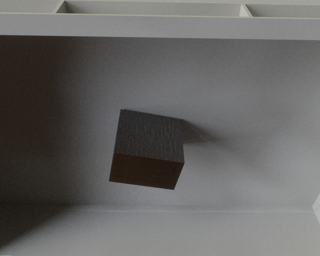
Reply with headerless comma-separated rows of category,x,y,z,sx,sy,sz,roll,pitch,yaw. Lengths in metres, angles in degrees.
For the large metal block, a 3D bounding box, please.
large metal block,-0.017,0.026,0.392,0.081,0.080,0.050,9,129,-8
